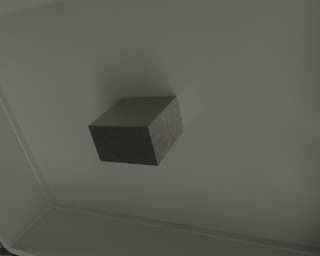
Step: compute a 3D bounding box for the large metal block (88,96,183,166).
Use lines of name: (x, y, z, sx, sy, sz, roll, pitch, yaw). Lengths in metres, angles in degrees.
large metal block: (-0.027, 0.001, 0.385, 0.080, 0.080, 0.050, 1, 119, 27)
